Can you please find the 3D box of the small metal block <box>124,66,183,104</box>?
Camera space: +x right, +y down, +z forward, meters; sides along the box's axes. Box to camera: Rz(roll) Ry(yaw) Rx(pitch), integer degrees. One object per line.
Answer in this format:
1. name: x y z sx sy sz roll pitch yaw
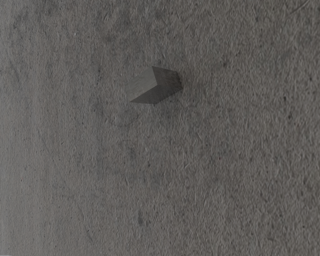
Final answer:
1. small metal block: -0.008 -0.053 0.396 0.050 0.050 0.025 -26 74 37
